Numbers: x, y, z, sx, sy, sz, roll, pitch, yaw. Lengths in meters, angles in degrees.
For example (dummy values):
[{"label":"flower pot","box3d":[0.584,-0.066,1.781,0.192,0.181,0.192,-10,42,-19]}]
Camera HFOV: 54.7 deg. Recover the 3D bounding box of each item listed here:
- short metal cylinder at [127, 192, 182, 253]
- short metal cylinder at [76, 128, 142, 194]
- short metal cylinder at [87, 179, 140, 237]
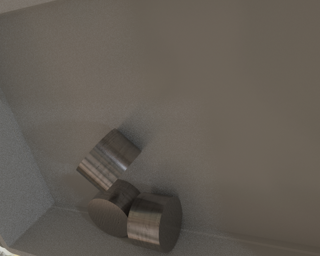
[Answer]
[{"label":"short metal cylinder","box3d":[-0.006,0.139,0.462,0.050,0.080,0.080,3,120,27]},{"label":"short metal cylinder","box3d":[-0.071,0.046,0.440,0.050,0.080,0.080,42,129,0]},{"label":"short metal cylinder","box3d":[-0.071,0.132,0.512,0.080,0.050,0.079,13,124,21]}]
